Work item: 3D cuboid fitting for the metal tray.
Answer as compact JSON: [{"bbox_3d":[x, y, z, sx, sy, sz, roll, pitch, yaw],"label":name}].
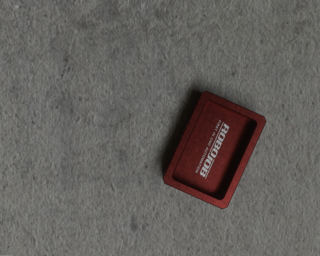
[{"bbox_3d":[0.069,0.028,0.407,0.090,0.030,0.130,24,90,0],"label":"metal tray"}]
